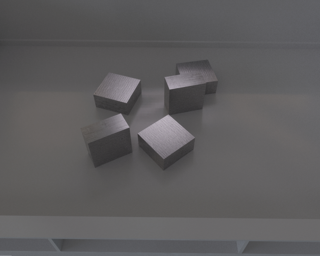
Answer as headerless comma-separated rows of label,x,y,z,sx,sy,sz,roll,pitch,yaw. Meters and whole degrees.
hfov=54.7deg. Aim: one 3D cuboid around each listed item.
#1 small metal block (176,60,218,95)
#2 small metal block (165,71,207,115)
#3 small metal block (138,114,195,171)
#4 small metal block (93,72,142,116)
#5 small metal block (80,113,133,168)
small metal block,0.054,-0.075,0.469,0.050,0.025,0.050,-9,51,-8
small metal block,0.034,-0.048,0.429,0.050,0.050,0.025,-11,51,-9
small metal block,0.008,0.017,0.390,0.050,0.025,0.050,-32,57,-24
small metal block,-0.060,-0.050,0.446,0.050,0.025,0.050,15,52,12
small metal block,-0.063,0.016,0.375,0.050,0.050,0.025,-22,54,-17
